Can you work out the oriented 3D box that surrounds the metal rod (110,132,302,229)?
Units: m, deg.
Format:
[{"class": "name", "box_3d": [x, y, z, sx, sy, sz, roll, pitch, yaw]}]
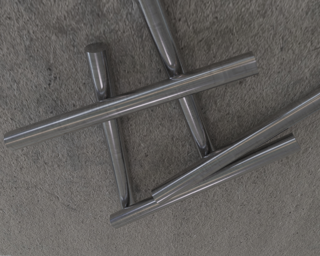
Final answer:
[{"class": "metal rod", "box_3d": [0.049, 0.083, 0.443, 0.300, 0.025, 0.025, -29, 125, 22]}]

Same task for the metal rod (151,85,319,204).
[{"class": "metal rod", "box_3d": [0.114, 0.016, 0.397, 0.300, 0.025, 0.025, -34, 123, 17]}]

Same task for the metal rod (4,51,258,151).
[{"class": "metal rod", "box_3d": [-0.044, -0.025, 0.350, 0.301, 0.025, 0.025, -16, 128, 13]}]

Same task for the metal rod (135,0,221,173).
[{"class": "metal rod", "box_3d": [0.031, -0.038, 0.374, 0.025, 0.025, 0.299, -16, 129, 13]}]

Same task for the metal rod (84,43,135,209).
[{"class": "metal rod", "box_3d": [-0.061, 0.027, 0.429, 0.025, 0.025, 0.298, -2, 130, 2]}]
